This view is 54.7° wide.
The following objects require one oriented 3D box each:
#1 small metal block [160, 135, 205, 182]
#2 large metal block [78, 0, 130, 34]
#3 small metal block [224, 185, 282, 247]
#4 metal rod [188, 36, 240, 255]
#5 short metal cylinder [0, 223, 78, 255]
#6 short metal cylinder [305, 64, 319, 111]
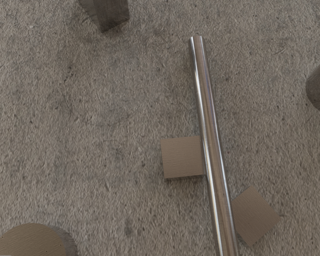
[{"bbox_3d":[0.028,0.039,0.394,0.050,0.025,0.050,-6,70,-3],"label":"small metal block"},{"bbox_3d":[-0.090,-0.202,0.452,0.050,0.080,0.080,-32,74,-11],"label":"large metal block"},{"bbox_3d":[0.106,0.105,0.371,0.050,0.025,0.050,-36,74,-12],"label":"small metal block"},{"bbox_3d":[0.063,0.007,0.390,0.025,0.025,0.299,-3,64,-2],"label":"metal rod"},{"bbox_3d":[-0.137,0.147,0.339,0.081,0.050,0.080,0,70,0],"label":"short metal cylinder"},{"bbox_3d":[0.249,-0.061,0.420,0.081,0.050,0.080,0,70,0],"label":"short metal cylinder"}]
